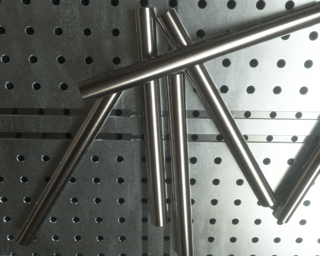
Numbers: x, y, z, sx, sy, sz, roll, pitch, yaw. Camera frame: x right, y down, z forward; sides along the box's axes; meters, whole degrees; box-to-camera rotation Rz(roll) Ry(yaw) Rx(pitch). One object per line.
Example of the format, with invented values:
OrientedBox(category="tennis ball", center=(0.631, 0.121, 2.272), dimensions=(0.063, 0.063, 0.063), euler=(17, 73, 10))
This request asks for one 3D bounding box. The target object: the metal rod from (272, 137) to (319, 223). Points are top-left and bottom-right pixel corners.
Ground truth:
OrientedBox(category="metal rod", center=(0.236, 0.004, 0.416), dimensions=(0.025, 0.025, 0.298), euler=(21, 109, -8))

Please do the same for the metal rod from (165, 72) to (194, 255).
OrientedBox(category="metal rod", center=(0.030, 0.071, 0.439), dimensions=(0.025, 0.025, 0.298), euler=(-4, 110, 1))

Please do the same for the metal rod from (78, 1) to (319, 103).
OrientedBox(category="metal rod", center=(0.055, -0.089, 0.356), dimensions=(0.301, 0.025, 0.025), euler=(-19, 109, -3))

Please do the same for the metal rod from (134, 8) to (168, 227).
OrientedBox(category="metal rod", center=(-0.010, 0.000, 0.413), dimensions=(0.025, 0.025, 0.298), euler=(-3, 110, 1))

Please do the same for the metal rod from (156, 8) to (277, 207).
OrientedBox(category="metal rod", center=(0.082, -0.013, 0.408), dimensions=(0.025, 0.025, 0.299), euler=(-29, 108, 10))

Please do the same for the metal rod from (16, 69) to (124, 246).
OrientedBox(category="metal rod", center=(-0.127, 0.052, 0.431), dimensions=(0.025, 0.025, 0.299), euler=(31, 107, -11))
